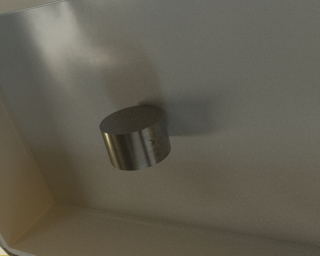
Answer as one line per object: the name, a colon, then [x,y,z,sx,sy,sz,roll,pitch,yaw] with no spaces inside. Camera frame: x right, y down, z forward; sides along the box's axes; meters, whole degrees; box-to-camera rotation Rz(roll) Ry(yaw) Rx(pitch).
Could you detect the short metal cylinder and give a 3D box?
short metal cylinder: [-0.030,0.010,0.392,0.080,0.080,0.050,2,119,27]
